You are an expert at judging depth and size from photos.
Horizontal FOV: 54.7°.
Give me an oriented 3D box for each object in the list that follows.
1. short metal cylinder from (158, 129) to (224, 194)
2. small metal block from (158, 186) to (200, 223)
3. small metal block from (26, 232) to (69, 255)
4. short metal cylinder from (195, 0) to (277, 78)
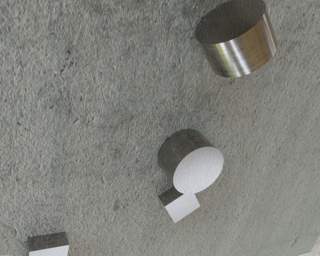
[{"bbox_3d":[0.044,0.048,0.446,0.081,0.050,0.079,-14,125,-21],"label":"short metal cylinder"},{"bbox_3d":[0.032,0.118,0.499,0.050,0.025,0.050,-32,129,-8],"label":"small metal block"},{"bbox_3d":[-0.157,0.175,0.430,0.050,0.025,0.050,1,118,-29],"label":"small metal block"},{"bbox_3d":[0.087,-0.104,0.356,0.080,0.080,0.050,-40,130,-2],"label":"short metal cylinder"}]
